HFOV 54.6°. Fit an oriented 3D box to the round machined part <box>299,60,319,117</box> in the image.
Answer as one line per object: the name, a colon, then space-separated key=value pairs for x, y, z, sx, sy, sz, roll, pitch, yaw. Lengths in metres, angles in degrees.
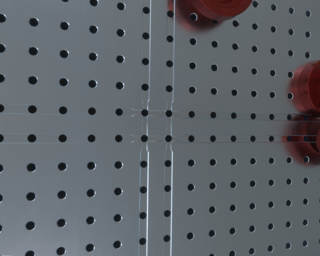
round machined part: x=0.280 y=-0.066 z=0.506 sx=0.099 sy=0.042 sz=0.097 roll=0 pitch=90 yaw=-20

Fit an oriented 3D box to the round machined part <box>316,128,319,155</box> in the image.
round machined part: x=0.296 y=0.019 z=0.503 sx=0.099 sy=0.042 sz=0.097 roll=-7 pitch=109 yaw=-20

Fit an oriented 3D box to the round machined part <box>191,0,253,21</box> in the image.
round machined part: x=0.080 y=-0.198 z=0.432 sx=0.099 sy=0.042 sz=0.097 roll=0 pitch=90 yaw=-20
